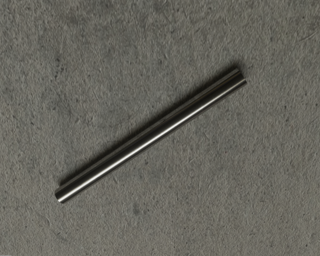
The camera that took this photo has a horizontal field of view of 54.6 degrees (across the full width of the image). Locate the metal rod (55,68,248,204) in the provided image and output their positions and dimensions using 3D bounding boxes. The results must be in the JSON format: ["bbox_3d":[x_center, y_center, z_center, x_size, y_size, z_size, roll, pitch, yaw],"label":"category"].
[{"bbox_3d":[-0.020,0.016,0.417,0.300,0.025,0.025,-34,107,11],"label":"metal rod"}]
